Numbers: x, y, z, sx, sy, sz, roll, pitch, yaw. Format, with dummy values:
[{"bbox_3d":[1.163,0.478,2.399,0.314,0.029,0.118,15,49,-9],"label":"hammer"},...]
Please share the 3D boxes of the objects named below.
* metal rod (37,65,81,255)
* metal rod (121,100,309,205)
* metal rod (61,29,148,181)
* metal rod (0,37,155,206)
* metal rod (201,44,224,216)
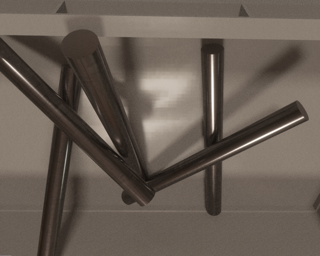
[{"bbox_3d":[-0.131,0.069,0.395,0.025,0.025,0.298,10,107,-9],"label":"metal rod"},{"bbox_3d":[0.051,0.047,0.421,0.025,0.025,0.299,37,130,-27],"label":"metal rod"},{"bbox_3d":[-0.041,0.008,0.338,0.025,0.025,0.299,-4,155,3],"label":"metal rod"},{"bbox_3d":[-0.113,-0.020,0.339,0.025,0.025,0.300,-35,107,26],"label":"metal rod"},{"bbox_3d":[0.075,0.027,0.432,0.025,0.025,0.298,-5,130,4],"label":"metal rod"}]
